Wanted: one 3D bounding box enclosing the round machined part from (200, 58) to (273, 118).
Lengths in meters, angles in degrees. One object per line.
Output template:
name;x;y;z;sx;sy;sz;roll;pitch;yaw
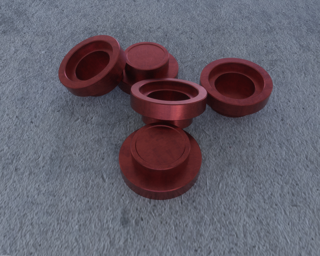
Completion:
round machined part;0.105;-0.053;0.439;0.099;0.042;0.098;0;50;0

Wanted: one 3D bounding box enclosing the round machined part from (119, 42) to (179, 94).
round machined part;-0.021;-0.095;0.472;0.099;0.042;0.098;0;50;0

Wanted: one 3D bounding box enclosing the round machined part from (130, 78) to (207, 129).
round machined part;0.011;-0.030;0.406;0.099;0.042;0.098;2;27;-1

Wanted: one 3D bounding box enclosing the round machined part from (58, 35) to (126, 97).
round machined part;-0.093;-0.085;0.450;0.098;0.042;0.098;-11;56;17

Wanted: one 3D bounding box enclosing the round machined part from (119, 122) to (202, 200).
round machined part;0.001;0.031;0.367;0.099;0.042;0.098;0;50;0
